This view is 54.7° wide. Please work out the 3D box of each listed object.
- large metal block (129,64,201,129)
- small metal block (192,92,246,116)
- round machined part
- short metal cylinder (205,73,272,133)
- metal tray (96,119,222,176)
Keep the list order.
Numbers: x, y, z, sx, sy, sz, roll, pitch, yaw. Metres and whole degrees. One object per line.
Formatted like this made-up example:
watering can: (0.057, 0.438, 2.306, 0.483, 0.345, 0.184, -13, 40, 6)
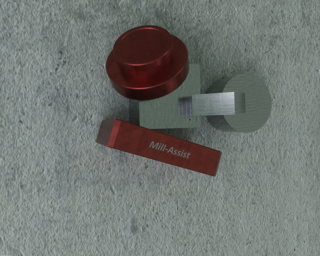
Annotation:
large metal block: (0.005, -0.040, 0.400, 0.081, 0.050, 0.080, -2, 91, -20)
small metal block: (0.072, -0.029, 0.375, 0.050, 0.050, 0.025, -10, 98, -61)
round machined part: (-0.017, -0.083, 0.365, 0.098, 0.098, 0.042, -38, 147, -16)
short metal cylinder: (0.108, -0.033, 0.438, 0.081, 0.050, 0.080, 0, 90, -20)
metal tray: (-0.004, 0.023, 0.374, 0.131, 0.090, 0.030, 18, 85, -19)
